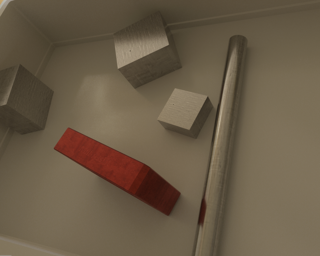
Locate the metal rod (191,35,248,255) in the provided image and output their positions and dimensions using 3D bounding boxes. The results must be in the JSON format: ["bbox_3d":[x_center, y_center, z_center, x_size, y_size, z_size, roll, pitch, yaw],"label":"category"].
[{"bbox_3d":[0.073,0.014,0.358,0.025,0.025,0.300,0,62,28],"label":"metal rod"}]

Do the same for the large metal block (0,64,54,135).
[{"bbox_3d":[-0.233,-0.046,0.518,0.050,0.080,0.080,-12,57,21],"label":"large metal block"}]

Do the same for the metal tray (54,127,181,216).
[{"bbox_3d":[-0.050,0.050,0.358,0.130,0.090,0.030,21,73,35],"label":"metal tray"}]

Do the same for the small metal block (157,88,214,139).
[{"bbox_3d":[0.033,-0.019,0.399,0.050,0.025,0.050,19,71,35],"label":"small metal block"}]

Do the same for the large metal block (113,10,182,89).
[{"bbox_3d":[-0.020,-0.119,0.471,0.080,0.050,0.080,-22,54,14],"label":"large metal block"}]
